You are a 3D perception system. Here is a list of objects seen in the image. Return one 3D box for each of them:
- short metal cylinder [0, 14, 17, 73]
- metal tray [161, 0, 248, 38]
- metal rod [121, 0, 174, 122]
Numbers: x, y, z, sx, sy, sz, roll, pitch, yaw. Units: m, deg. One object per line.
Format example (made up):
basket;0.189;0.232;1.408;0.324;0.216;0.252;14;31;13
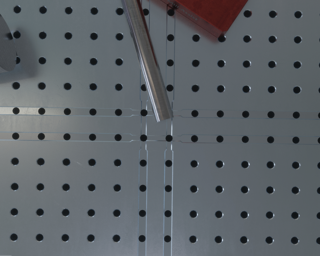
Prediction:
short metal cylinder;-0.223;-0.105;0.384;0.050;0.080;0.080;-11;90;0
metal tray;0.055;-0.194;0.411;0.130;0.030;0.090;34;90;0
metal rod;-0.035;-0.154;0.412;0.025;0.025;0.298;-16;90;0
